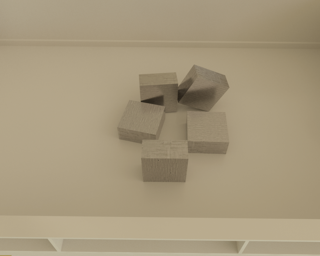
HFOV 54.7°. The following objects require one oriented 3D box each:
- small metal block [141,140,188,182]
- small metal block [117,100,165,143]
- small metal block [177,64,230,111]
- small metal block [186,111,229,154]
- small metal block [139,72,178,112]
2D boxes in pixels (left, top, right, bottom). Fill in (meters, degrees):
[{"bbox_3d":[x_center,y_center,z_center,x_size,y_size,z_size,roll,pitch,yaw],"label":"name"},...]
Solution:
[{"bbox_3d":[0.005,0.039,0.356,0.050,0.050,0.025,0,50,0],"label":"small metal block"},{"bbox_3d":[-0.023,-0.007,0.411,0.050,0.025,0.050,11,51,9],"label":"small metal block"},{"bbox_3d":[0.057,-0.053,0.423,0.050,0.050,0.025,14,46,-24],"label":"small metal block"},{"bbox_3d":[0.060,0.005,0.401,0.050,0.025,0.050,2,50,1],"label":"small metal block"},{"bbox_3d":[-0.002,-0.048,0.428,0.050,0.050,0.025,-4,46,-3],"label":"small metal block"}]
